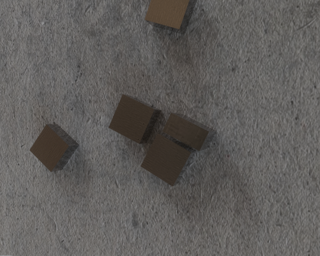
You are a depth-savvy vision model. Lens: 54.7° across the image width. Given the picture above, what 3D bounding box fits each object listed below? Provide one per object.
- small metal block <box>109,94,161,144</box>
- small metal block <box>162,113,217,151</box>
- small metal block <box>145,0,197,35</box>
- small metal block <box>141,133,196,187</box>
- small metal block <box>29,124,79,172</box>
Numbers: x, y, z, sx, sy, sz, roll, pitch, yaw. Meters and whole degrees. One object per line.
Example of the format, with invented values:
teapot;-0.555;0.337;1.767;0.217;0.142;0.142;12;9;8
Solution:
small metal block;-0.034;-0.012;0.421;0.050;0.025;0.050;27;99;18
small metal block;0.038;0.004;0.382;0.050;0.050;0.025;28;99;18
small metal block;0.015;-0.156;0.404;0.050;0.025;0.050;22;97;18
small metal block;0.011;0.040;0.405;0.050;0.025;0.050;30;100;17
small metal block;-0.159;0.029;0.465;0.050;0.025;0.050;40;103;15
